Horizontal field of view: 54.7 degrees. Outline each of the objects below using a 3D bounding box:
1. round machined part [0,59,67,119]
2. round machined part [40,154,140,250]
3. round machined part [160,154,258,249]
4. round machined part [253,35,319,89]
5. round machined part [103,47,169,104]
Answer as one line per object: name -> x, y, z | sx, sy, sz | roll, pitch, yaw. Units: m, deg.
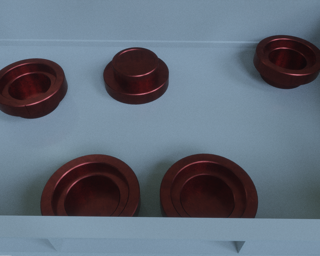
round machined part -> -0.180, -0.051, 0.436 | 0.099, 0.042, 0.098 | 0, 50, 0
round machined part -> -0.069, 0.079, 0.327 | 0.099, 0.042, 0.098 | 0, 50, 0
round machined part -> 0.049, 0.079, 0.328 | 0.099, 0.042, 0.098 | 0, 50, 0
round machined part -> 0.194, -0.098, 0.477 | 0.099, 0.042, 0.098 | 0, 50, 0
round machined part -> -0.036, -0.084, 0.464 | 0.099, 0.042, 0.098 | 0, 50, 0
